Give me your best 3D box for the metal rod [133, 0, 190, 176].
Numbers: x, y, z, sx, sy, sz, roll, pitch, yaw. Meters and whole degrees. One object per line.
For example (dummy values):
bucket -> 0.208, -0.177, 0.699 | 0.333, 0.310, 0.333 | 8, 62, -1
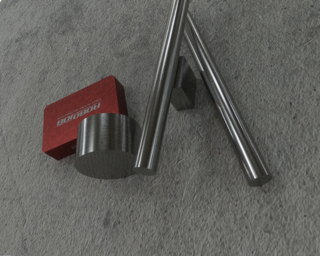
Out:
metal rod -> 0.011, -0.087, 0.385 | 0.025, 0.025, 0.299 | -3, 60, 26

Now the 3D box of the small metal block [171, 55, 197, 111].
small metal block -> 0.027, -0.058, 0.408 | 0.025, 0.050, 0.050 | -7, 59, 24

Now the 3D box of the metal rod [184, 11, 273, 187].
metal rod -> 0.070, -0.062, 0.404 | 0.025, 0.025, 0.299 | -25, 53, 12

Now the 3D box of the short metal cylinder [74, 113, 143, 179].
short metal cylinder -> -0.063, 0.025, 0.385 | 0.080, 0.080, 0.050 | -17, 55, 18

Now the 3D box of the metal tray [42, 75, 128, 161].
metal tray -> -0.114, -0.016, 0.468 | 0.130, 0.030, 0.090 | -23, 53, 14
